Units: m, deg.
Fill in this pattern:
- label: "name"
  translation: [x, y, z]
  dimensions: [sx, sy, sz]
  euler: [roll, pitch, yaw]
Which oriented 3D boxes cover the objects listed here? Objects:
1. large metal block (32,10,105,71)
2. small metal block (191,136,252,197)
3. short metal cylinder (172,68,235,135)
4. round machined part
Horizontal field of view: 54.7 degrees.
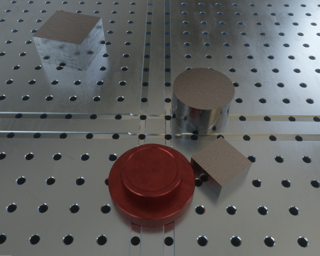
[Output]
- label: "large metal block"
  translation: [-0.147, -0.146, 0.512]
  dimensions: [0.080, 0.050, 0.080]
  euler: [12, 51, 10]
- label: "small metal block"
  translation: [0.072, 0.045, 0.371]
  dimensions: [0.050, 0.025, 0.050]
  euler: [-31, 57, -24]
- label: "short metal cylinder"
  translation: [0.057, -0.037, 0.423]
  dimensions: [0.081, 0.050, 0.080]
  euler: [0, 50, 0]
- label: "round machined part"
  translation: [-0.009, 0.056, 0.349]
  dimensions: [0.099, 0.042, 0.098]
  euler: [0, 50, 0]
